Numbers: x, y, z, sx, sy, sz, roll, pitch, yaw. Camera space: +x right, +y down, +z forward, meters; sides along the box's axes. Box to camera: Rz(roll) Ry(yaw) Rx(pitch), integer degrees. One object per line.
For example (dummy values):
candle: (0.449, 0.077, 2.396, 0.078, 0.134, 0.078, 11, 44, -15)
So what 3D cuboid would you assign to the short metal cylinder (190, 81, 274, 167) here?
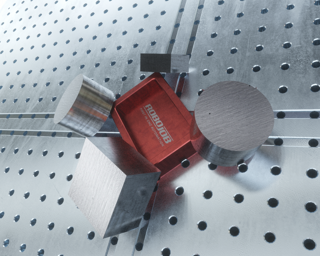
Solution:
short metal cylinder: (0.075, -0.004, 0.335, 0.081, 0.050, 0.080, 1, 65, -1)

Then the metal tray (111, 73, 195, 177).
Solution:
metal tray: (-0.007, -0.007, 0.412, 0.090, 0.030, 0.130, -35, 51, 4)

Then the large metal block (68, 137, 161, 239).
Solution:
large metal block: (-0.055, 0.065, 0.359, 0.080, 0.050, 0.079, 35, 112, 38)

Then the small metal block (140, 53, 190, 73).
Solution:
small metal block: (0.007, -0.093, 0.442, 0.050, 0.050, 0.025, 10, 104, 32)

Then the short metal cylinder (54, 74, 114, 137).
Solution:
short metal cylinder: (-0.111, -0.031, 0.451, 0.080, 0.050, 0.080, -36, 38, 35)
